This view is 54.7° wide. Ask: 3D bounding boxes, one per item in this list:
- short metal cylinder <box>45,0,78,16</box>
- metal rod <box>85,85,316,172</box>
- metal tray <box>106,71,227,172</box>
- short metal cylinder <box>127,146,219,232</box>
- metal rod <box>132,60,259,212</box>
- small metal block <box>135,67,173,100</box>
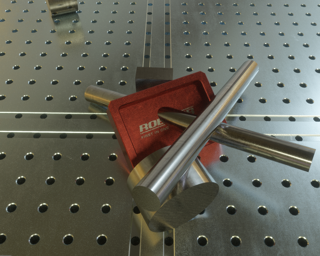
[{"bbox_3d":[-0.193,-0.258,0.586,0.050,0.080,0.080,-19,53,-16],"label":"short metal cylinder"},{"bbox_3d":[0.027,-0.009,0.382,0.301,0.025,0.025,18,52,27],"label":"metal rod"},{"bbox_3d":[0.011,-0.008,0.383,0.131,0.030,0.090,-21,85,-17],"label":"metal tray"},{"bbox_3d":[0.013,0.062,0.320,0.081,0.080,0.050,-22,54,-18],"label":"short metal cylinder"},{"bbox_3d":[0.062,-0.017,0.348,0.025,0.025,0.302,24,39,18],"label":"metal rod"},{"bbox_3d":[-0.008,-0.059,0.441,0.050,0.050,0.025,2,50,1],"label":"small metal block"}]
